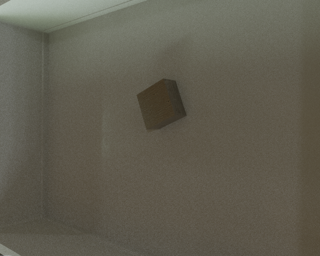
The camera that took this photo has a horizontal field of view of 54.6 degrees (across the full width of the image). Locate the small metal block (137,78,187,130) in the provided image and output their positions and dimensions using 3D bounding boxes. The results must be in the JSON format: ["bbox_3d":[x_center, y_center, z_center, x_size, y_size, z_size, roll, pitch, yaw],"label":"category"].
[{"bbox_3d":[0.001,-0.030,0.407,0.050,0.025,0.050,-26,74,37],"label":"small metal block"}]
